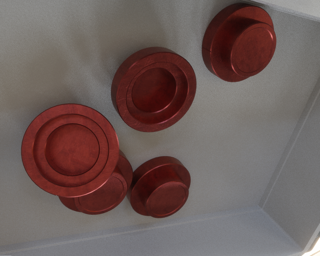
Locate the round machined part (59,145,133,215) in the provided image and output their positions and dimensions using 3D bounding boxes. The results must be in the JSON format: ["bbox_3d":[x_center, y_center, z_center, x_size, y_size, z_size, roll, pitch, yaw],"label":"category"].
[{"bbox_3d":[-0.081,0.072,0.398,0.099,0.042,0.097,-14,124,-21],"label":"round machined part"}]

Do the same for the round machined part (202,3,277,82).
[{"bbox_3d":[0.106,-0.103,0.391,0.099,0.042,0.097,-14,124,-21],"label":"round machined part"}]

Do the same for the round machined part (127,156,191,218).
[{"bbox_3d":[0.003,0.093,0.457,0.099,0.042,0.097,-14,124,-21],"label":"round machined part"}]

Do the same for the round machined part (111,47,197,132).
[{"bbox_3d":[-0.010,-0.047,0.363,0.099,0.042,0.097,-14,124,-21],"label":"round machined part"}]

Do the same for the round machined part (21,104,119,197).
[{"bbox_3d":[-0.095,0.023,0.341,0.099,0.042,0.097,0,89,-9],"label":"round machined part"}]
